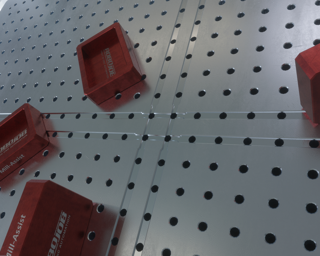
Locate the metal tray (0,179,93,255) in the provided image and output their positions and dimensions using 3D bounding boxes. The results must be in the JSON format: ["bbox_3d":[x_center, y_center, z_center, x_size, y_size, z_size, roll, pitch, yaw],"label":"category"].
[{"bbox_3d":[-0.130,0.134,0.353,0.030,0.090,0.130,-3,60,27],"label":"metal tray"}]

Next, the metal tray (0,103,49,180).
[{"bbox_3d":[-0.257,0.028,0.524,0.130,0.030,0.090,-36,51,4],"label":"metal tray"}]

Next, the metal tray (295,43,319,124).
[{"bbox_3d":[0.203,-0.062,0.297,0.130,0.090,0.030,-26,53,12],"label":"metal tray"}]

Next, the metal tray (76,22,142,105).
[{"bbox_3d":[-0.089,-0.111,0.521,0.090,0.030,0.130,-28,52,11],"label":"metal tray"}]
